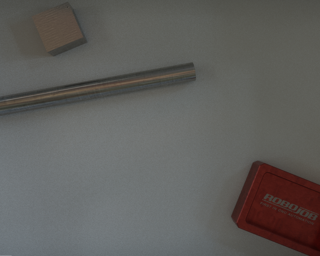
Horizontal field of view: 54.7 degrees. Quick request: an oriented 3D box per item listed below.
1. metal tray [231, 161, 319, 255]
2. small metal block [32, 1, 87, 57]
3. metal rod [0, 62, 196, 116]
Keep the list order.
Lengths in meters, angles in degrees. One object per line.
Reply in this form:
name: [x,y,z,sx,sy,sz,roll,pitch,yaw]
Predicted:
metal tray: [0.173,0.108,0.411,0.131,0.030,0.090,22,90,-1]
small metal block: [-0.132,-0.130,0.410,0.050,0.025,0.050,-23,90,-1]
metal rod: [-0.103,-0.048,0.409,0.302,0.025,0.025,-10,90,-1]
